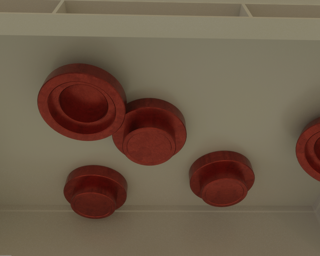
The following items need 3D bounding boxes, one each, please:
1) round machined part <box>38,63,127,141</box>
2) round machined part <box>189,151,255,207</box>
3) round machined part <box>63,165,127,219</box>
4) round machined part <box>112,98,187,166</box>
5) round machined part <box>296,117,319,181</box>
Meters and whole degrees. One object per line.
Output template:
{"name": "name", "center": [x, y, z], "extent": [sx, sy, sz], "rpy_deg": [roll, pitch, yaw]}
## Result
{"name": "round machined part", "center": [-0.089, -0.034, 0.368], "extent": [0.099, 0.042, 0.097], "rpy_deg": [0, 130, 0]}
{"name": "round machined part", "center": [0.095, 0.083, 0.471], "extent": [0.099, 0.042, 0.097], "rpy_deg": [-1, 130, 0]}
{"name": "round machined part", "center": [-0.102, 0.107, 0.487], "extent": [0.099, 0.042, 0.097], "rpy_deg": [-1, 130, 0]}
{"name": "round machined part", "center": [-0.014, 0.012, 0.408], "extent": [0.099, 0.042, 0.097], "rpy_deg": [-1, 130, 0]}
{"name": "round machined part", "center": [0.234, 0.025, 0.404], "extent": [0.098, 0.042, 0.097], "rpy_deg": [18, 126, 27]}
